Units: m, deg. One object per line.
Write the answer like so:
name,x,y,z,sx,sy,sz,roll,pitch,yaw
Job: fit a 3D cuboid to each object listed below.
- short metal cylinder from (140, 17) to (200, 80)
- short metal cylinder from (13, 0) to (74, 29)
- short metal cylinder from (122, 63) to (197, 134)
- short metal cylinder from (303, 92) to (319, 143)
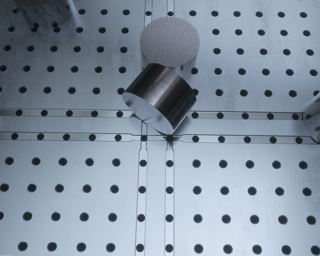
short metal cylinder,0.013,-0.108,0.438,0.081,0.050,0.080,0,70,0
short metal cylinder,-0.178,-0.200,0.470,0.081,0.050,0.080,0,70,0
short metal cylinder,-0.001,-0.036,0.396,0.080,0.080,0.050,34,74,11
short metal cylinder,0.239,-0.018,0.407,0.081,0.050,0.080,0,70,0
